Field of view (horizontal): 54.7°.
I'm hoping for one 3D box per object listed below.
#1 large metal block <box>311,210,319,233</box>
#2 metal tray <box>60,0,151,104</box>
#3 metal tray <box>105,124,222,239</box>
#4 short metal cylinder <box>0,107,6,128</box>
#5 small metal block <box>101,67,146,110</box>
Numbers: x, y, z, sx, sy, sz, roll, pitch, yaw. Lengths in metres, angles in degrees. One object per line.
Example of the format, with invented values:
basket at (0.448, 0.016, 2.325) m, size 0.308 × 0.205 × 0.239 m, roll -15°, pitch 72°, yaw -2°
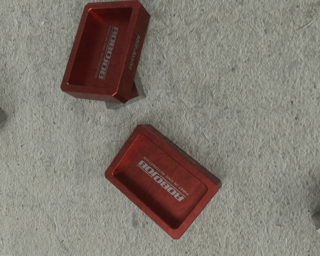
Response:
large metal block at (0.221, 0.102, 0.318) m, size 0.080 × 0.050 × 0.080 m, roll 45°, pitch 104°, yaw 14°
metal tray at (-0.072, -0.102, 0.410) m, size 0.090 × 0.030 × 0.129 m, roll 9°, pitch 79°, yaw 26°
metal tray at (0.002, 0.067, 0.405) m, size 0.130 × 0.030 × 0.090 m, roll 39°, pitch 102°, yaw 15°
short metal cylinder at (-0.293, -0.013, 0.483) m, size 0.080 × 0.080 × 0.050 m, roll 42°, pitch 103°, yaw 15°
small metal block at (-0.053, -0.058, 0.428) m, size 0.050 × 0.025 × 0.050 m, roll -20°, pitch 84°, yaw 18°
